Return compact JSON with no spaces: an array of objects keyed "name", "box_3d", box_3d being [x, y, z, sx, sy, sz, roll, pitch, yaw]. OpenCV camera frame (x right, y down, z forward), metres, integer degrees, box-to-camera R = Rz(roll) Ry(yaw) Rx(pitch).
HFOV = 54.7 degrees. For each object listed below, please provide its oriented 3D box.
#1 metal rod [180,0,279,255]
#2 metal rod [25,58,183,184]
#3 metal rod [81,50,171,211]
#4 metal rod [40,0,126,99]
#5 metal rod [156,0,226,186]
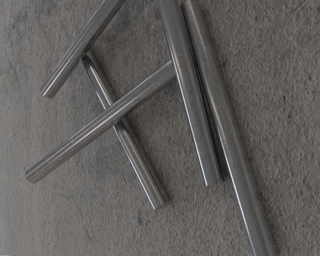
[{"name":"metal rod","box_3d":[0.072,-0.006,0.345,0.025,0.025,0.299,-24,75,37]},{"name":"metal rod","box_3d":[-0.089,-0.002,0.439,0.299,0.025,0.025,-34,68,21]},{"name":"metal rod","box_3d":[-0.065,-0.019,0.458,0.025,0.025,0.299,-44,64,31]},{"name":"metal rod","box_3d":[-0.089,-0.156,0.455,0.299,0.025,0.025,-45,63,22]},{"name":"metal rod","box_3d":[0.026,-0.082,0.361,0.025,0.025,0.298,-17,85,39]}]
